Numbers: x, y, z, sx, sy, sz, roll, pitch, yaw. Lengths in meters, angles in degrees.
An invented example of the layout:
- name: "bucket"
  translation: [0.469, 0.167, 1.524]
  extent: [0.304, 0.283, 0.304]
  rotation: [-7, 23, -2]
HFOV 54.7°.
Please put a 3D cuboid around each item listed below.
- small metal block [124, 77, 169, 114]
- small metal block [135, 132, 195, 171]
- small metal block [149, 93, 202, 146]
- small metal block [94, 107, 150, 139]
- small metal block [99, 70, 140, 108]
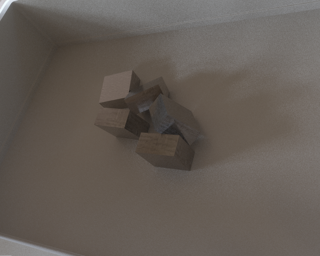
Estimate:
- name: "small metal block"
  translation: [-0.017, -0.045, 0.426]
  extent: [0.050, 0.025, 0.050]
  rotation: [-22, 17, 13]
- name: "small metal block"
  translation: [0.007, 0.029, 0.368]
  extent: [0.050, 0.050, 0.025]
  rotation: [3, 66, 29]
- name: "small metal block"
  translation: [0.017, -0.010, 0.375]
  extent: [0.025, 0.050, 0.050]
  rotation: [-51, 28, 22]
- name: "small metal block"
  translation: [-0.051, -0.005, 0.418]
  extent: [0.050, 0.050, 0.025]
  rotation: [6, 73, 31]
- name: "small metal block"
  translation: [-0.061, -0.056, 0.473]
  extent: [0.050, 0.025, 0.050]
  rotation: [-9, 58, 23]
